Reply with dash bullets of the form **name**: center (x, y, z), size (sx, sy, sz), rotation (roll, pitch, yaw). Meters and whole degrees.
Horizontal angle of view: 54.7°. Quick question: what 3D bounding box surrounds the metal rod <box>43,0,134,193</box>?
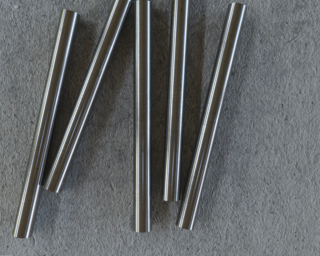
- **metal rod**: center (-0.089, -0.059, 0.409), size (0.025, 0.025, 0.299), rotation (21, 90, 0)

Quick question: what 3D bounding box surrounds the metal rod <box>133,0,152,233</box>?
- **metal rod**: center (-0.023, -0.015, 0.409), size (0.025, 0.025, 0.298), rotation (0, 90, 0)

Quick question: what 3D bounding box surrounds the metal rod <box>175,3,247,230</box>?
- **metal rod**: center (0.068, -0.015, 0.410), size (0.025, 0.025, 0.298), rotation (14, 90, 0)

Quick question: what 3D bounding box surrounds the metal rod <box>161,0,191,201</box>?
- **metal rod**: center (0.022, -0.055, 0.409), size (0.025, 0.025, 0.298), rotation (3, 90, 0)

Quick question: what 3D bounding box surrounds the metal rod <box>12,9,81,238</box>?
- **metal rod**: center (-0.149, -0.005, 0.408), size (0.025, 0.025, 0.298), rotation (12, 90, 0)
